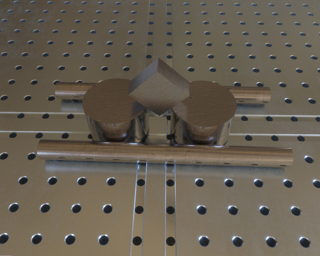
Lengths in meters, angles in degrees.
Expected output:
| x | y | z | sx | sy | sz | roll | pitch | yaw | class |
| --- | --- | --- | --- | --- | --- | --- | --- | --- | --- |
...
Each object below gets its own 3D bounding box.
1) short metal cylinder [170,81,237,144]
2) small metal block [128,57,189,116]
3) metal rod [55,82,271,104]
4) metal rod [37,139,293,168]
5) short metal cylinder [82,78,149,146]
| x | y | z | sx | sy | sz | roll | pitch | yaw | class |
| --- | --- | --- | --- | --- | --- | --- | --- | --- | --- |
| 0.054 | -0.016 | 0.401 | 0.081 | 0.050 | 0.080 | 0 | 50 | 0 | short metal cylinder |
| -0.001 | -0.047 | 0.366 | 0.050 | 0.050 | 0.025 | 33 | 42 | -30 | small metal block |
| 0.004 | -0.050 | 0.445 | 0.302 | 0.025 | 0.025 | 2 | 50 | 1 | metal rod |
| 0.005 | 0.031 | 0.377 | 0.302 | 0.025 | 0.025 | 2 | 50 | 1 | metal rod |
| -0.055 | -0.019 | 0.403 | 0.081 | 0.050 | 0.080 | 0 | 50 | 0 | short metal cylinder |
